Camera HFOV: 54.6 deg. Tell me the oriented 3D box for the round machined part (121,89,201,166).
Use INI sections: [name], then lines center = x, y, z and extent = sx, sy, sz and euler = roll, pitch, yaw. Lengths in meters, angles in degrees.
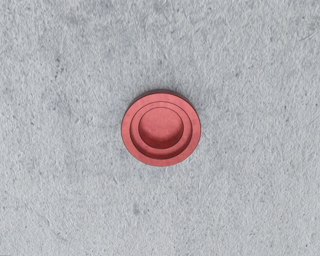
[round machined part]
center = 0.001, -0.003, 0.399
extent = 0.099, 0.042, 0.097
euler = 0, 110, 0
